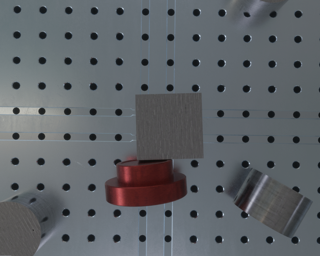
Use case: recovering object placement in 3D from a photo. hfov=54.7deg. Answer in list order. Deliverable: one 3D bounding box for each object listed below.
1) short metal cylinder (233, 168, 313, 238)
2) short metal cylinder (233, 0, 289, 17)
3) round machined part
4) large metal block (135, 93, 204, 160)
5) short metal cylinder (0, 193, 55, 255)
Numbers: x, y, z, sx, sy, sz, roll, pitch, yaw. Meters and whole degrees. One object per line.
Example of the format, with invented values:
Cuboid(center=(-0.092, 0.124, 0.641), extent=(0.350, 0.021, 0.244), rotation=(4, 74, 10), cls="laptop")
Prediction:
Cuboid(center=(0.139, 0.092, 0.387), extent=(0.080, 0.080, 0.050), rotation=(30, 90, 0), cls="short metal cylinder")
Cuboid(center=(0.137, -0.192, 0.402), extent=(0.081, 0.050, 0.079), rotation=(0, 90, 0), cls="short metal cylinder")
Cuboid(center=(-0.017, 0.061, 0.377), extent=(0.099, 0.098, 0.042), rotation=(-4, 91, 0), cls="round machined part")
Cuboid(center=(0.011, -0.001, 0.400), extent=(0.081, 0.050, 0.080), rotation=(-2, 88, 0), cls="large metal block")
Cuboid(center=(-0.184, 0.128, 0.399), extent=(0.081, 0.050, 0.079), rotation=(0, 90, 0), cls="short metal cylinder")
